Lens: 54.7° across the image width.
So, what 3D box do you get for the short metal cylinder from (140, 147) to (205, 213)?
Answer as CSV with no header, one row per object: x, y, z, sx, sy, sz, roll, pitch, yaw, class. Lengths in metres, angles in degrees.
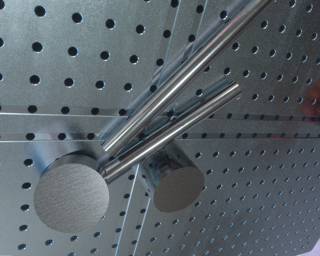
0.017,0.075,0.451,0.081,0.050,0.079,-14,124,-21,short metal cylinder

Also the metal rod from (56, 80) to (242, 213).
-0.018,0.027,0.417,0.301,0.025,0.025,-34,129,-6,metal rod

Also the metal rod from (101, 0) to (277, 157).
0.042,-0.076,0.386,0.300,0.025,0.025,-44,129,2,metal rod

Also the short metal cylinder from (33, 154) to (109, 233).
-0.102,0.075,0.366,0.081,0.050,0.079,-2,97,-12,short metal cylinder
